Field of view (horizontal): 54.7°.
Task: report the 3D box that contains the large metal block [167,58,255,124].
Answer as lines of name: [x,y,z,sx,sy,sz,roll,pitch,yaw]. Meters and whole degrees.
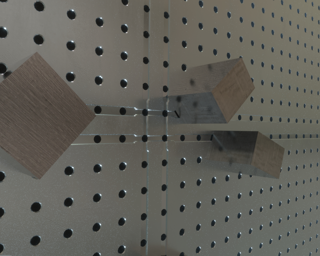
large metal block: [0.072,-0.051,0.436,0.080,0.080,0.050,-47,119,-30]

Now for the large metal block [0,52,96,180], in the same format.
large metal block: [-0.123,-0.011,0.291,0.080,0.050,0.080,51,60,-28]

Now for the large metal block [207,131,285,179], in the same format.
large metal block: [0.136,0.042,0.491,0.080,0.080,0.050,26,74,-37]
